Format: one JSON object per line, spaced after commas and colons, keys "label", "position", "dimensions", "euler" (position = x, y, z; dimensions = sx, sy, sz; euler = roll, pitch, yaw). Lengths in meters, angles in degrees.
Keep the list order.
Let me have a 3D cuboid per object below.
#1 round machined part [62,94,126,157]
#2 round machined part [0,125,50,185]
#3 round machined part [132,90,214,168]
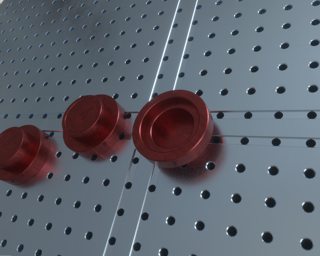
{"label": "round machined part", "position": [-0.103, -0.009, 0.455], "dimensions": [0.098, 0.042, 0.098], "euler": [-13, 56, 20]}
{"label": "round machined part", "position": [-0.229, 0.037, 0.492], "dimensions": [0.098, 0.042, 0.098], "euler": [-13, 56, 20]}
{"label": "round machined part", "position": [0.019, 0.004, 0.384], "dimensions": [0.098, 0.042, 0.098], "euler": [-13, 56, 20]}
